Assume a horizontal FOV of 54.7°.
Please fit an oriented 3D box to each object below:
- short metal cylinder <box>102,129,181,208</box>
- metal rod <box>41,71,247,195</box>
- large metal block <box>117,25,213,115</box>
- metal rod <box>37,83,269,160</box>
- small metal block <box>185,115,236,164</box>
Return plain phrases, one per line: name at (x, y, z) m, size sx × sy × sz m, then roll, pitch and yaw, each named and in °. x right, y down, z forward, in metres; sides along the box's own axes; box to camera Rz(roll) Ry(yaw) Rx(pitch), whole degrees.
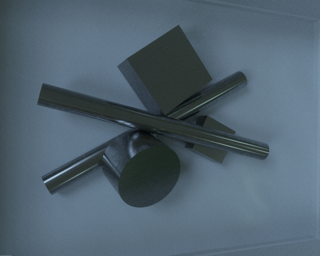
short metal cylinder at (-0.023, 0.047, 0.373) m, size 0.081 × 0.050 × 0.079 m, roll -14°, pitch 119°, yaw -27°
metal rod at (-0.006, -0.002, 0.407) m, size 0.302 × 0.025 × 0.025 m, roll -29°, pitch 100°, yaw -18°
large metal block at (0.006, -0.071, 0.398) m, size 0.080 × 0.050 × 0.080 m, roll -38°, pitch 103°, yaw -16°
metal rod at (0.008, -0.002, 0.386) m, size 0.302 × 0.025 × 0.025 m, roll 14°, pitch 85°, yaw -20°
small metal block at (0.071, 0.016, 0.435) m, size 0.050 × 0.025 × 0.050 m, roll 28°, pitch 81°, yaw -18°
